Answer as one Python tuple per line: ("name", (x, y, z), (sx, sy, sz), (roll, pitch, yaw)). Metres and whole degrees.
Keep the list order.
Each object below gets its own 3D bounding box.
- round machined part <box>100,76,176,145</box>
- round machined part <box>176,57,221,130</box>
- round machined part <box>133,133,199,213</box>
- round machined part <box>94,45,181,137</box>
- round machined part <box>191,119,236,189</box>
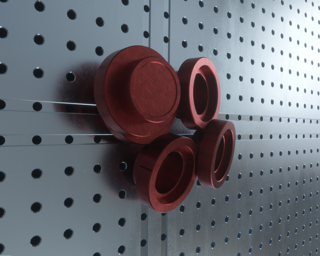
("round machined part", (-0.029, -0.029, 0.374), (0.099, 0.042, 0.097), (0, 90, -40))
("round machined part", (0.045, -0.046, 0.426), (0.099, 0.042, 0.097), (-3, 94, -56))
("round machined part", (0.004, 0.053, 0.392), (0.099, 0.042, 0.097), (-23, 121, -44))
("round machined part", (-0.016, -0.039, 0.331), (0.099, 0.042, 0.097), (0, 90, -40))
("round machined part", (0.073, 0.034, 0.446), (0.099, 0.042, 0.097), (-32, 127, -54))
